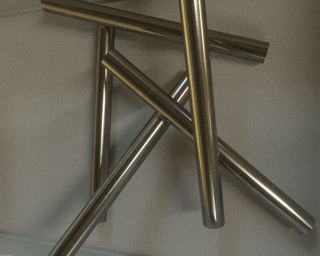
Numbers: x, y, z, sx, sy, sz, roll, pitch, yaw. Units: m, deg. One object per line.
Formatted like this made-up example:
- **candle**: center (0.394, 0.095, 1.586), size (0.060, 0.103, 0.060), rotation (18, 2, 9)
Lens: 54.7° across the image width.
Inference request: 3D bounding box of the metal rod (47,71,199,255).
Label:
- **metal rod**: center (-0.042, 0.049, 0.374), size (0.025, 0.025, 0.300), rotation (34, 81, 17)

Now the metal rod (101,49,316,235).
- **metal rod**: center (0.053, 0.014, 0.359), size (0.300, 0.025, 0.025), rotation (41, 103, 2)

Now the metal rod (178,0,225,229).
- **metal rod**: center (0.042, -0.033, 0.319), size (0.025, 0.025, 0.298), rotation (-2, 106, 20)

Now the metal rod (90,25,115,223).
- **metal rod**: center (-0.082, -0.017, 0.439), size (0.025, 0.025, 0.298), rotation (3, 91, 20)

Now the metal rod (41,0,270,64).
- **metal rod**: center (-0.015, -0.131, 0.397), size (0.301, 0.025, 0.025), rotation (17, 96, 12)
